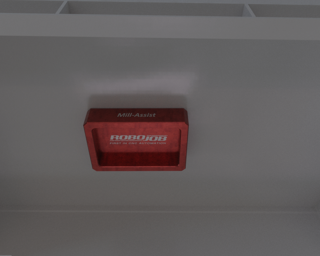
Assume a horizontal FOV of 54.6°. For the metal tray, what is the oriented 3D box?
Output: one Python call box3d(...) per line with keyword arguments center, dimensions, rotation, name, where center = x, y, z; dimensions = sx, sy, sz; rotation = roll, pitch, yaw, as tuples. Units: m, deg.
box3d(center=(-0.029, 0.018, 0.420), dimensions=(0.131, 0.030, 0.089), rotation=(0, 130, 0), name="metal tray")
